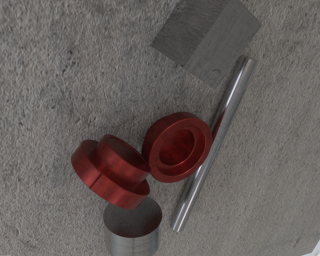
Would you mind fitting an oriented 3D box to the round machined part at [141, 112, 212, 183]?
[{"bbox_3d":[0.018,0.022,0.416,0.099,0.042,0.097,-17,125,-25],"label":"round machined part"}]

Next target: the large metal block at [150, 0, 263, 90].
[{"bbox_3d":[0.046,-0.100,0.335,0.050,0.080,0.080,26,104,-37],"label":"large metal block"}]

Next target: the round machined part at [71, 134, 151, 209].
[{"bbox_3d":[-0.049,0.044,0.360,0.098,0.098,0.042,33,100,-38],"label":"round machined part"}]

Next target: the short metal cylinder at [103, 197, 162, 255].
[{"bbox_3d":[-0.038,0.139,0.437,0.081,0.080,0.050,-11,123,-23],"label":"short metal cylinder"}]

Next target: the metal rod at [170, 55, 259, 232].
[{"bbox_3d":[0.074,0.037,0.470,0.025,0.025,0.298,5,116,-31],"label":"metal rod"}]
